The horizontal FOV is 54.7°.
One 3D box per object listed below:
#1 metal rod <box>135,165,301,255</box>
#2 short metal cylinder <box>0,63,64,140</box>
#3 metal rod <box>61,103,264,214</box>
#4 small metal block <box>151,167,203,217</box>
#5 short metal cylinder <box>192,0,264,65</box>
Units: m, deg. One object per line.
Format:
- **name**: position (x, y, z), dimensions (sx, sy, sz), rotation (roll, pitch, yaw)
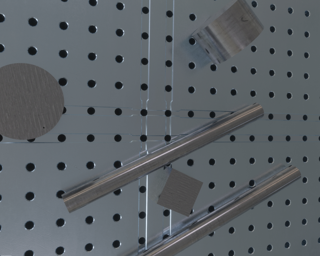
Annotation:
- **metal rod**: position (0.083, 0.129, 0.443), dimensions (0.302, 0.025, 0.025), rotation (-24, 98, -19)
- **short metal cylinder**: position (-0.150, -0.028, 0.344), dimensions (0.081, 0.050, 0.079), rotation (0, 90, -20)
- **metal rod**: position (0.017, 0.032, 0.419), dimensions (0.302, 0.025, 0.025), rotation (-24, 98, -19)
- **small metal block**: position (0.023, 0.086, 0.422), dimensions (0.050, 0.025, 0.050), rotation (27, 81, -18)
- **short metal cylinder**: position (0.090, -0.131, 0.417), dimensions (0.080, 0.080, 0.050), rotation (-45, 104, -14)
